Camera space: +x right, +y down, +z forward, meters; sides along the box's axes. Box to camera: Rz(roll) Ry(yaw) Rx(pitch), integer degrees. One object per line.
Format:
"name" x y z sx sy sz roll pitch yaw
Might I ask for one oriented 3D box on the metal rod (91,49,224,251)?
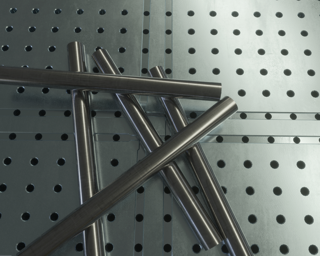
"metal rod" -0.012 0.015 0.405 0.025 0.025 0.299 -29 73 -10

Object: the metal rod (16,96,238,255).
"metal rod" -0.027 0.056 0.364 0.301 0.025 0.025 -36 74 -13

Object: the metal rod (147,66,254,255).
"metal rod" 0.051 0.049 0.394 0.025 0.025 0.299 -21 72 -8

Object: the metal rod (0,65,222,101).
"metal rod" -0.072 -0.059 0.406 0.302 0.025 0.025 5 70 1

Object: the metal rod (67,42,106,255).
"metal rod" -0.098 0.019 0.403 0.025 0.025 0.299 -9 70 -4
